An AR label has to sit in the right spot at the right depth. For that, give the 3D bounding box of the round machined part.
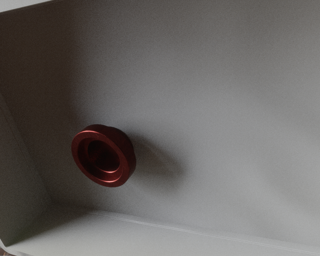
[{"bbox_3d":[-0.078,0.037,0.460,0.098,0.042,0.097,13,124,20],"label":"round machined part"}]
